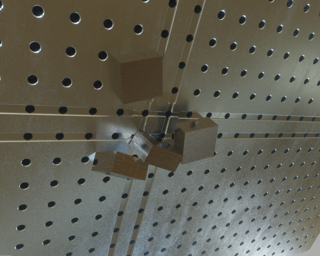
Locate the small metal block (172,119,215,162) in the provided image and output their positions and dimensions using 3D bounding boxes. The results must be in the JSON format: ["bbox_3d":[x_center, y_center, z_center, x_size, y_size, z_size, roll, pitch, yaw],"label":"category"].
[{"bbox_3d":[0.048,0.018,0.450,0.050,0.025,0.050,-10,123,-24],"label":"small metal block"}]

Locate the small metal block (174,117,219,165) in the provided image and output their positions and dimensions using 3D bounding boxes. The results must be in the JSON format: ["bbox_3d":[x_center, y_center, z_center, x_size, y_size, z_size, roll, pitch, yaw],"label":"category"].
[{"bbox_3d":[0.048,0.017,0.417,0.050,0.025,0.050,-12,124,-23],"label":"small metal block"}]

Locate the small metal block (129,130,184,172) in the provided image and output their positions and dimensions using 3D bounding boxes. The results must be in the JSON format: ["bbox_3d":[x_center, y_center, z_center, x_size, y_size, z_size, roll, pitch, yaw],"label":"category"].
[{"bbox_3d":[-0.006,0.030,0.409,0.050,0.050,0.025,23,99,-34],"label":"small metal block"}]

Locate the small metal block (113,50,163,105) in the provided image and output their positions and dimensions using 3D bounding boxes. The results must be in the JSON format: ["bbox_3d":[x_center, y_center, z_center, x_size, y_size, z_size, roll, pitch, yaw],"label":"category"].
[{"bbox_3d":[-0.025,-0.060,0.362,0.050,0.025,0.050,-15,125,-21],"label":"small metal block"}]

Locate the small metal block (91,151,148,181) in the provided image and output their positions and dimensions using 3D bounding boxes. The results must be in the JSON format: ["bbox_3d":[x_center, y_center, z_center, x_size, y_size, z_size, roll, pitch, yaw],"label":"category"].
[{"bbox_3d":[-0.051,0.048,0.395,0.050,0.050,0.025,22,72,-37],"label":"small metal block"}]
